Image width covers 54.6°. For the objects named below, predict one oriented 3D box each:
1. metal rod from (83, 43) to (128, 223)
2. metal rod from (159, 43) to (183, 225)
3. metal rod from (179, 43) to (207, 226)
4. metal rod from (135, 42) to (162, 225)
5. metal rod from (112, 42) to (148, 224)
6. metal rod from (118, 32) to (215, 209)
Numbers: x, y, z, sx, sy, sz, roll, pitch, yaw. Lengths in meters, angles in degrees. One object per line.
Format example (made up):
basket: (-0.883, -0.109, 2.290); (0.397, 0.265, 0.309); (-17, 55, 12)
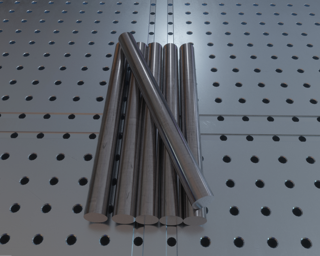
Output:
metal rod: (-0.065, -0.020, 0.423); (0.025, 0.025, 0.300); (1, 50, 1)
metal rod: (0.015, -0.017, 0.423); (0.025, 0.025, 0.300); (1, 50, 1)
metal rod: (0.041, -0.017, 0.423); (0.025, 0.025, 0.300); (1, 50, 1)
metal rod: (-0.011, -0.018, 0.422); (0.025, 0.025, 0.300); (1, 50, 1)
metal rod: (-0.035, -0.019, 0.422); (0.025, 0.025, 0.300); (1, 50, 1)
metal rod: (-0.005, -0.033, 0.403); (0.025, 0.025, 0.300); (-15, 52, -12)
